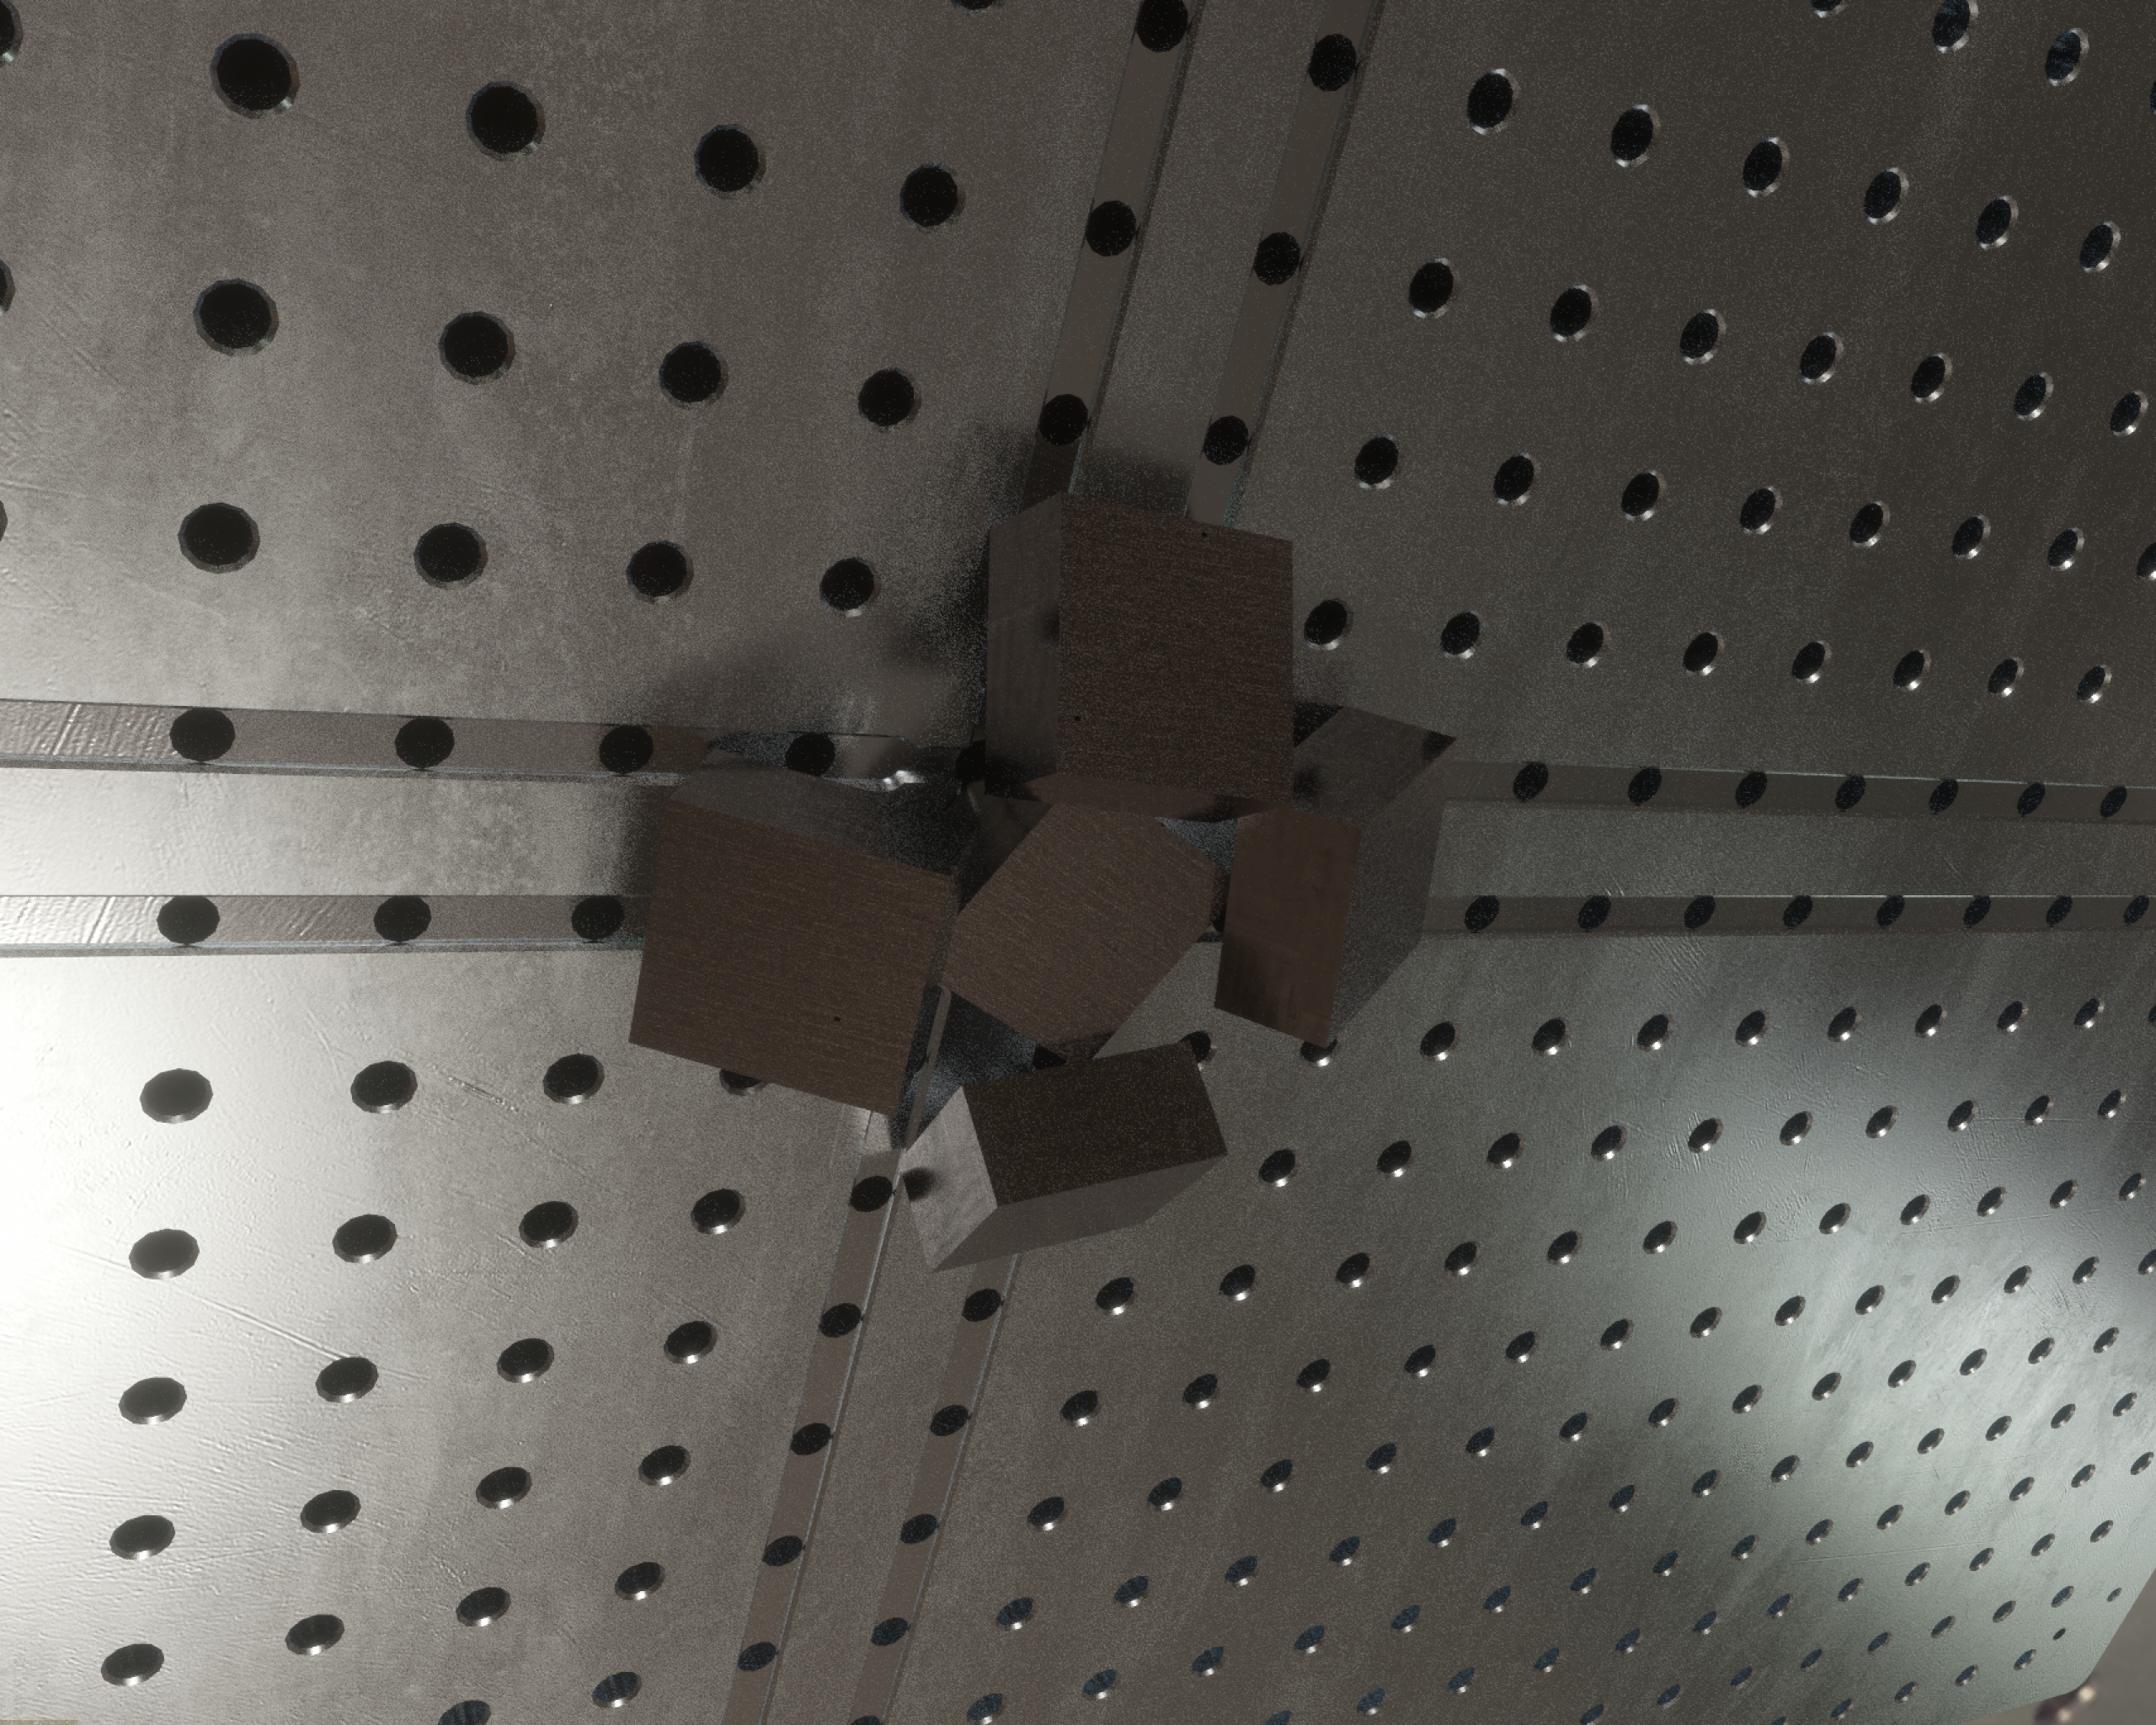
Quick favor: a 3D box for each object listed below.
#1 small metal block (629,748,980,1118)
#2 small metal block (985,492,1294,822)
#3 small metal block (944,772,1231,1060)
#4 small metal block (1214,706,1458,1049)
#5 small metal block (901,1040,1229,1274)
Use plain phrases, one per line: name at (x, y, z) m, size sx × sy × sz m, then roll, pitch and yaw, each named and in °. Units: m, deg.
small metal block at (-0.050, 0.013, 0.378) m, size 0.050 × 0.025 × 0.050 m, roll 16°, pitch 115°, yaw 2°
small metal block at (0.012, -0.036, 0.381) m, size 0.050 × 0.025 × 0.050 m, roll 6°, pitch 79°, yaw -31°
small metal block at (-0.004, 0.006, 0.414) m, size 0.050 × 0.025 × 0.050 m, roll -49°, pitch 129°, yaw 6°
small metal block at (0.053, 0.002, 0.428) m, size 0.050 × 0.025 × 0.050 m, roll -38°, pitch 141°, yaw -51°
small metal block at (-0.004, 0.061, 0.432) m, size 0.050 × 0.025 × 0.050 m, roll -9°, pitch 158°, yaw -24°
